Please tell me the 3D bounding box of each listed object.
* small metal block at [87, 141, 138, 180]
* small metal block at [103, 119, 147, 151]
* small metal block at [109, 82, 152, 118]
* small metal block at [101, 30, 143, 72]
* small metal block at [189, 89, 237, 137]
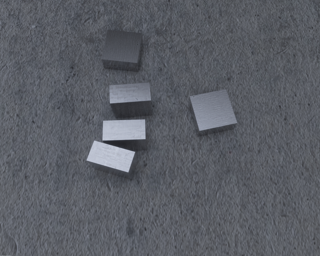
[{"bbox_3d":[-0.056,0.041,0.379,0.050,0.050,0.025,15,71,5],"label":"small metal block"},{"bbox_3d":[-0.043,0.011,0.391,0.050,0.050,0.025,-2,70,-1],"label":"small metal block"},{"bbox_3d":[-0.037,-0.035,0.407,0.050,0.050,0.025,-5,70,-2],"label":"small metal block"},{"bbox_3d":[-0.053,-0.112,0.448,0.050,0.025,0.050,6,70,2],"label":"small metal block"},{"bbox_3d":[0.069,-0.020,0.416,0.050,0.025,0.050,-12,71,-5],"label":"small metal block"}]
